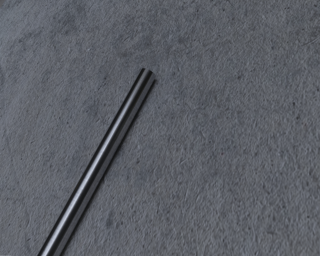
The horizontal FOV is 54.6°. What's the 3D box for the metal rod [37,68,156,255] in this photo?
[{"bbox_3d":[-0.082,0.046,0.419,0.025,0.025,0.300,15,69,34],"label":"metal rod"}]
